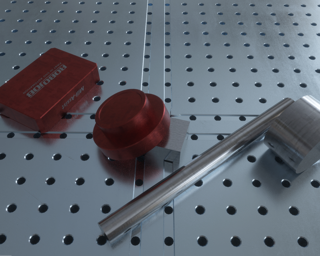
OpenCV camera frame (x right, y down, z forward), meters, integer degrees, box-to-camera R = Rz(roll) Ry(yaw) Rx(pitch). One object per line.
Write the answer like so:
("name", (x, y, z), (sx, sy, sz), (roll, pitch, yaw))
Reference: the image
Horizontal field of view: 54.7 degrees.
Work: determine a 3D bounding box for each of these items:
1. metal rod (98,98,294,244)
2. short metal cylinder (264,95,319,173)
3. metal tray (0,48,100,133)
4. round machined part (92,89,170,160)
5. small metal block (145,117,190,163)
("metal rod", (0.063, 0.038, 0.376), (0.302, 0.025, 0.025), (-30, 57, -23))
("short metal cylinder", (0.172, 0.008, 0.368), (0.081, 0.080, 0.050), (-27, 55, -21))
("metal tray", (-0.162, -0.060, 0.453), (0.090, 0.030, 0.130), (23, 53, 18))
("round machined part", (-0.040, -0.011, 0.384), (0.098, 0.042, 0.098), (-16, 41, 15))
("small metal block", (0.007, 0.012, 0.397), (0.050, 0.025, 0.050), (13, 51, 10))
